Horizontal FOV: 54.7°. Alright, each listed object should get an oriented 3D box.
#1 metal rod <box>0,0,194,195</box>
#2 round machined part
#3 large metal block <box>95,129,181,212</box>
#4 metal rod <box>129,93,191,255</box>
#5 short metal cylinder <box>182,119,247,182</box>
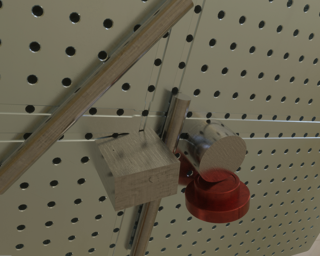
[{"bbox_3d":[-0.079,-0.038,0.345,0.300,0.025,0.025,-44,130,2],"label":"metal rod"},{"bbox_3d":[0.087,0.097,0.475,0.099,0.098,0.042,-14,115,-21],"label":"round machined part"},{"bbox_3d":[-0.031,0.049,0.391,0.081,0.080,0.050,-11,123,-23],"label":"large metal block"},{"bbox_3d":[-0.006,0.090,0.465,0.025,0.025,0.298,0,119,-29],"label":"metal rod"},{"bbox_3d":[0.080,0.033,0.462,0.081,0.050,0.079,-14,124,-21],"label":"short metal cylinder"}]
